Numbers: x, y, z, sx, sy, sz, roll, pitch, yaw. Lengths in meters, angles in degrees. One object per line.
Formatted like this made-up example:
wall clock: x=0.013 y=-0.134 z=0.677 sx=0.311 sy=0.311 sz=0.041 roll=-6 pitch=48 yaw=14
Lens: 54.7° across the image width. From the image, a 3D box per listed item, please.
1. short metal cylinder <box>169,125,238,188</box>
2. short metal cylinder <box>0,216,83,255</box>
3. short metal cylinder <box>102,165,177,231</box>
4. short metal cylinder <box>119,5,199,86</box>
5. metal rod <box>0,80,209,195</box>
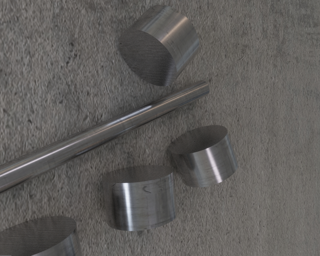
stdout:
short metal cylinder: x=0.059 y=0.036 z=0.419 sx=0.081 sy=0.080 sz=0.050 roll=-34 pitch=111 yaw=-35
short metal cylinder: x=-0.111 y=0.119 z=0.276 sx=0.081 sy=0.080 sz=0.050 roll=-15 pitch=100 yaw=-39
short metal cylinder: x=-0.023 y=0.075 z=0.350 sx=0.081 sy=0.080 sz=0.050 roll=-9 pitch=96 yaw=-40
short metal cylinder: x=-0.001 y=-0.096 z=0.368 sx=0.050 sy=0.080 sz=0.080 roll=-53 pitch=121 yaw=-27
metal rod: x=-0.045 y=-0.004 z=0.366 sx=0.302 sy=0.025 sz=0.025 roll=-27 pitch=107 yaw=-37
